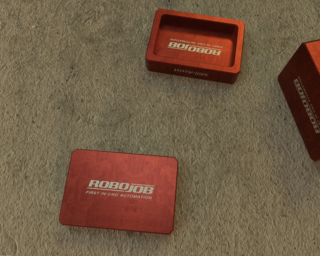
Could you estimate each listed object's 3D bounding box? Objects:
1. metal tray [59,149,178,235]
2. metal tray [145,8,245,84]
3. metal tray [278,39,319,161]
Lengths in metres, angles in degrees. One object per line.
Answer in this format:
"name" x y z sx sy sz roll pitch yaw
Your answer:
"metal tray" -0.046 0.077 0.377 0.131 0.030 0.090 5 70 1
"metal tray" 0.051 -0.119 0.449 0.131 0.030 0.090 10 70 3
"metal tray" 0.199 -0.032 0.386 0.030 0.090 0.130 -13 71 -4
